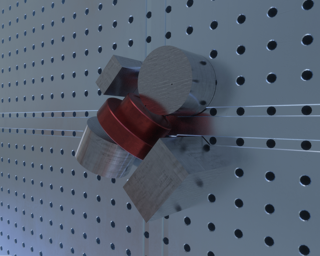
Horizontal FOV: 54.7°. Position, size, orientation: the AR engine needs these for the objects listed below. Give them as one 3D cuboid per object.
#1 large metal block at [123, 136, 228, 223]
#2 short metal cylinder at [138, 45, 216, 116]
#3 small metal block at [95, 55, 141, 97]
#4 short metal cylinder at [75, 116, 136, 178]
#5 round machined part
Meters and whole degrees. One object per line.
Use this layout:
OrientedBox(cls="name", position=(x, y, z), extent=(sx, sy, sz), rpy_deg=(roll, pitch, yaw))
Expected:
OrientedBox(cls="large metal block", position=(0.018, 0.056, 0.357), extent=(0.050, 0.081, 0.080), rpy_deg=(51, 120, 27))
OrientedBox(cls="short metal cylinder", position=(0.020, -0.055, 0.375), extent=(0.080, 0.050, 0.079), rpy_deg=(0, 90, 39))
OrientedBox(cls="small metal block", position=(-0.053, -0.071, 0.434), extent=(0.050, 0.050, 0.025), rpy_deg=(-49, 61, 28))
OrientedBox(cls="short metal cylinder", position=(-0.070, 0.025, 0.428), extent=(0.080, 0.081, 0.050), rpy_deg=(38, 113, 33))
OrientedBox(cls="round machined part", position=(-0.024, -0.006, 0.380), extent=(0.042, 0.098, 0.098), rpy_deg=(-49, 61, 14))
